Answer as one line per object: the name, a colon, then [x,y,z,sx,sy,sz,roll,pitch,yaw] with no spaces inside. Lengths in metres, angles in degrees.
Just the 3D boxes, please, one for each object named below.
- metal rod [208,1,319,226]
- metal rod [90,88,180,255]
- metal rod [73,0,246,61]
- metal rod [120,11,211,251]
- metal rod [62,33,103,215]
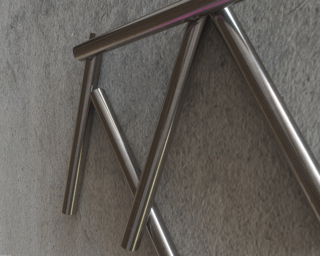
metal rod: [0.109,-0.029,0.313,0.025,0.025,0.299,-34,69,34]
metal rod: [-0.035,0.071,0.431,0.025,0.025,0.299,-40,66,32]
metal rod: [-0.006,-0.127,0.373,0.300,0.025,0.025,-7,86,39]
metal rod: [0.005,0.008,0.380,0.025,0.025,0.298,22,98,37]
metal rod: [-0.126,-0.001,0.505,0.025,0.025,0.298,19,102,38]
